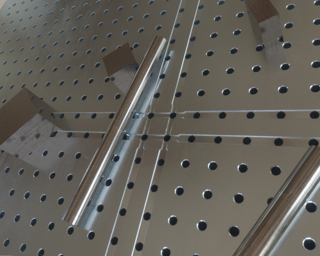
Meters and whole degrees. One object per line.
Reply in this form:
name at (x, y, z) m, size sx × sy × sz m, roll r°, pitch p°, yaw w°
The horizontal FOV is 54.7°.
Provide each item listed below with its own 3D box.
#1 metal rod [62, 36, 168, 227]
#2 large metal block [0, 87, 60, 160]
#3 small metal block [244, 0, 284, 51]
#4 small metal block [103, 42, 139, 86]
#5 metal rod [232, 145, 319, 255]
metal rod at (-0.056, -0.009, 0.443) m, size 0.025 × 0.025 × 0.300 m, roll 11°, pitch 67°, yaw 33°
large metal block at (-0.227, -0.008, 0.517) m, size 0.080 × 0.050 × 0.080 m, roll -41°, pitch 51°, yaw 0°
small metal block at (0.137, -0.140, 0.406) m, size 0.025 × 0.050 × 0.050 m, roll -24°, pitch 53°, yaw 14°
small metal block at (-0.061, -0.104, 0.505) m, size 0.050 × 0.025 × 0.050 m, roll -29°, pitch 52°, yaw 9°
metal rod at (0.067, 0.140, 0.286) m, size 0.025 × 0.025 × 0.300 m, roll 32°, pitch 79°, yaw 38°
